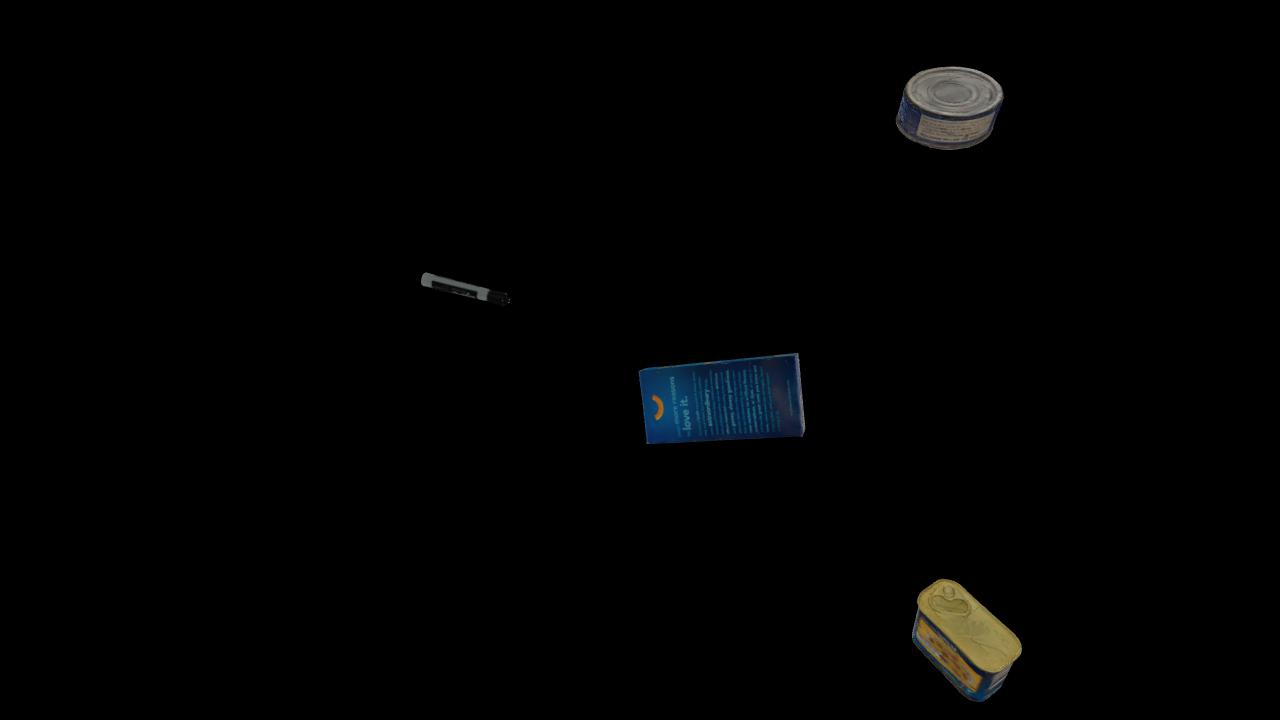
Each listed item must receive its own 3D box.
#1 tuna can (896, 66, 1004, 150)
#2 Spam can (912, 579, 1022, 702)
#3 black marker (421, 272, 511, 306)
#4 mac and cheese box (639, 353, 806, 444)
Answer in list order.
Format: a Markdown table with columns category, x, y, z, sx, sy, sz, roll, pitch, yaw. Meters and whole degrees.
| category | x | y | z | sx | sy | sz | roll | pitch | yaw |
| --- | --- | --- | --- | --- | --- | --- | --- | --- | --- |
| tuna can | 0.281 | -0.231 | 0.559 | 0.084 | 0.084 | 0.034 | 0 | -36 | 8 |
| Spam can | 0.352 | 0.308 | 0.674 | 0.058 | 0.085 | 0.101 | -25 | 41 | -15 |
| black marker | -0.231 | -0.094 | 0.819 | 0.121 | 0.020 | 0.020 | 15 | 1 | 5 |
| mac and cheese box | 0.094 | 0.046 | 0.717 | 0.184 | 0.093 | 0.041 | -5 | 5 | 20 |
